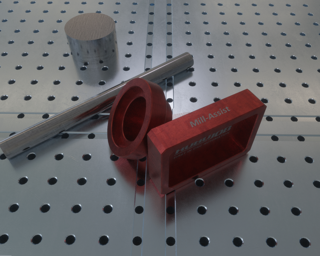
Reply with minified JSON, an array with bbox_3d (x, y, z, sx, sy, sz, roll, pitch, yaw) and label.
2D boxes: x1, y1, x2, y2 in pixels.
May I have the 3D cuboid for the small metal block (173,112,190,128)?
[{"bbox_3d":[0.021,0.009,0.400,0.050,0.025,0.050,-10,51,-9],"label":"small metal block"}]

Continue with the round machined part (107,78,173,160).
[{"bbox_3d":[-0.022,-0.009,0.380,0.042,0.098,0.098,16,41,-35],"label":"round machined part"}]

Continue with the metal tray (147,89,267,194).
[{"bbox_3d":[0.051,0.017,0.351,0.131,0.089,0.030,-23,54,-18],"label":"metal tray"}]

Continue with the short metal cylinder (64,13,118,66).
[{"bbox_3d":[-0.112,-0.148,0.515,0.081,0.050,0.080,0,50,0],"label":"short metal cylinder"}]

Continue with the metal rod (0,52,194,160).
[{"bbox_3d":[-0.074,-0.041,0.441,0.302,0.025,0.025,-30,56,-23],"label":"metal rod"}]
